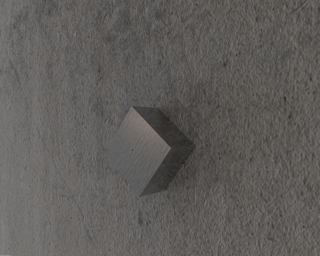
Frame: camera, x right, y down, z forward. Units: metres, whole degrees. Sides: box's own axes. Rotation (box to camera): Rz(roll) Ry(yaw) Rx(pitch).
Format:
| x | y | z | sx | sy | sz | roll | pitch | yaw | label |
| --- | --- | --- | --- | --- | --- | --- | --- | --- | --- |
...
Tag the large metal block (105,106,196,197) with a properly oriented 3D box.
| x | y | z | sx | sy | sz | roll | pitch | yaw | label |
| --- | --- | --- | --- | --- | --- | --- | --- | --- | --- |
| -0.014 | 0.028 | 0.402 | 0.080 | 0.050 | 0.080 | 46 | 118 | 30 | large metal block |
